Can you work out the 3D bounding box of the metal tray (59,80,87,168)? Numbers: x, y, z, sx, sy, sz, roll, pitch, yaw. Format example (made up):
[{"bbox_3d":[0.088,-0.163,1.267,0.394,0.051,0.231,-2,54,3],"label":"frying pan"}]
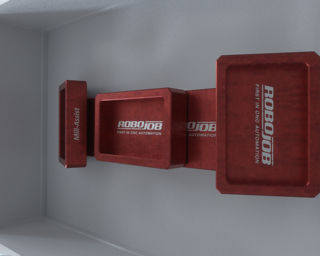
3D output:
[{"bbox_3d":[-0.141,-0.006,0.495,0.090,0.030,0.129,-179,89,-65],"label":"metal tray"}]

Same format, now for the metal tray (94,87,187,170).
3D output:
[{"bbox_3d":[-0.029,0.000,0.386,0.130,0.030,0.089,1,90,40],"label":"metal tray"}]

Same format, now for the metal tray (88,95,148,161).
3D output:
[{"bbox_3d":[-0.057,-0.001,0.450,0.130,0.030,0.089,0,90,40],"label":"metal tray"}]

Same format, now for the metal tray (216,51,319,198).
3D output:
[{"bbox_3d":[0.099,-0.003,0.294,0.090,0.030,0.129,0,90,11],"label":"metal tray"}]

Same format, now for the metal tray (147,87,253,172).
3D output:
[{"bbox_3d":[0.042,0.001,0.367,0.130,0.030,0.089,0,90,40],"label":"metal tray"}]
